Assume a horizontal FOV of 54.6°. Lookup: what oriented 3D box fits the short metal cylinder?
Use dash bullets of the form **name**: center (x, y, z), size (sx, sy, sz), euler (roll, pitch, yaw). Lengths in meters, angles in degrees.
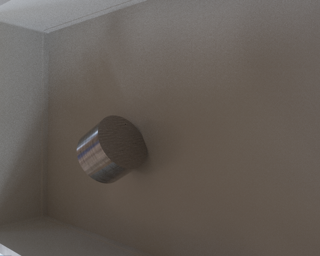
- **short metal cylinder**: center (-0.065, 0.030, 0.426), size (0.050, 0.081, 0.080), euler (-35, 69, 35)
